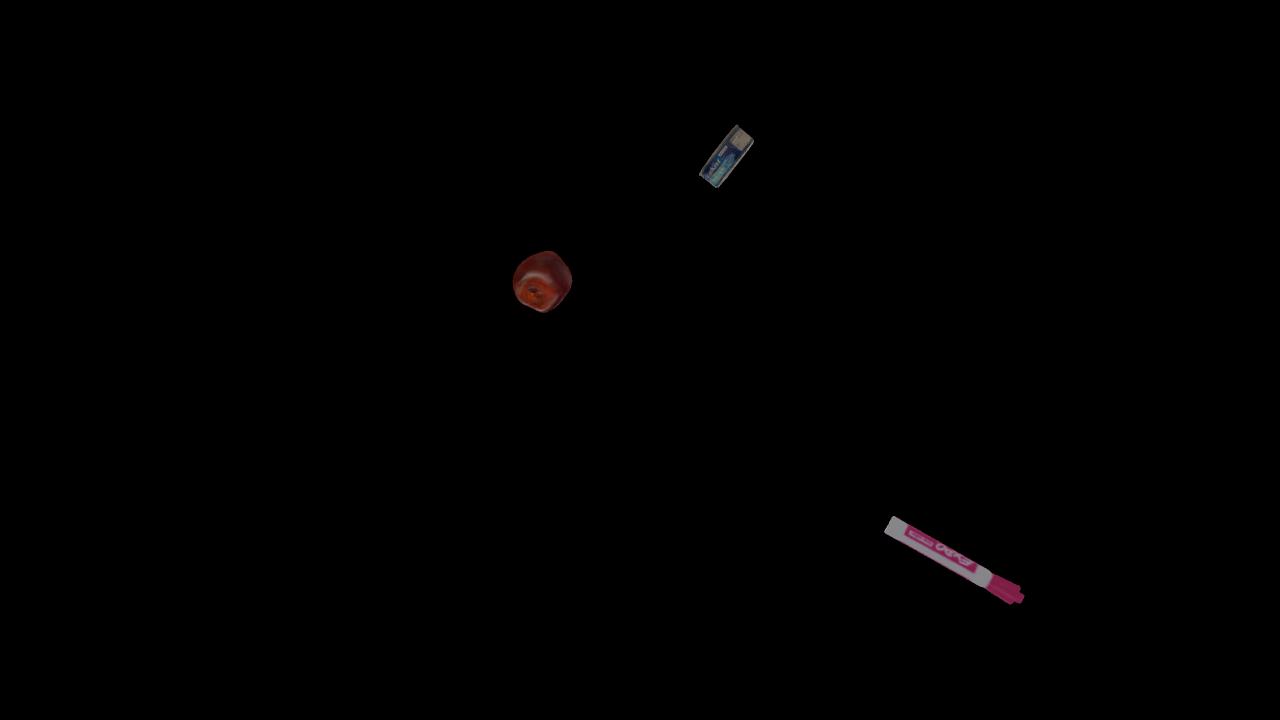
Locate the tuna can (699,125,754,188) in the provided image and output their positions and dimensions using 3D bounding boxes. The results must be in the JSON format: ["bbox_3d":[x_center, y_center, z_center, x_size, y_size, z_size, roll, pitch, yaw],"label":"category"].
[{"bbox_3d":[0.121,-0.283,0.861,0.034,0.084,0.084,39,-2,-3],"label":"tuna can"}]

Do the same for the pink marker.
[{"bbox_3d":[0.285,0.183,0.562,0.121,0.020,0.020,29,13,24],"label":"pink marker"}]

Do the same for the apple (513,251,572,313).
[{"bbox_3d":[-0.130,-0.108,0.828,0.079,0.079,0.093,0,30,10],"label":"apple"}]
